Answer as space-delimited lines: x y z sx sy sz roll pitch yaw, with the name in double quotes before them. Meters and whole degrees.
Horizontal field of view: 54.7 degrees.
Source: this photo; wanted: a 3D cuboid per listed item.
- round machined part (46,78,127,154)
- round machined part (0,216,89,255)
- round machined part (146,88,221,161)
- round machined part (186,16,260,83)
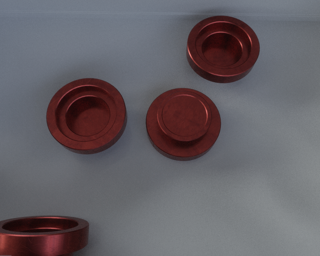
"round machined part" -0.092 -0.012 0.404 0.099 0.042 0.098 0 70 0
"round machined part" -0.126 0.123 0.327 0.099 0.098 0.042 2 84 1
"round machined part" 0.031 -0.009 0.404 0.099 0.042 0.098 0 70 0
"round machined part" 0.086 -0.107 0.440 0.099 0.042 0.098 0 70 0
